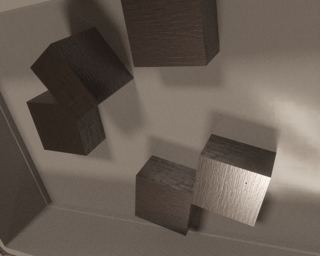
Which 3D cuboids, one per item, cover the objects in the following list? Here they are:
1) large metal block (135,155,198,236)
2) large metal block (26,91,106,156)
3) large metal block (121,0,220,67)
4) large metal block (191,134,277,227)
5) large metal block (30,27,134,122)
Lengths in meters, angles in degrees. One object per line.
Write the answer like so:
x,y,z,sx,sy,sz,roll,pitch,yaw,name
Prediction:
0.012,0.096,0.444,0.080,0.050,0.079,16,125,18,large metal block
-0.135,-0.010,0.455,0.080,0.050,0.079,5,121,25,large metal block
0.013,-0.109,0.317,0.080,0.050,0.079,4,121,25,large metal block
0.090,0.063,0.384,0.080,0.050,0.079,17,125,18,large metal block
-0.091,-0.067,0.378,0.050,0.080,0.080,-30,102,37,large metal block
